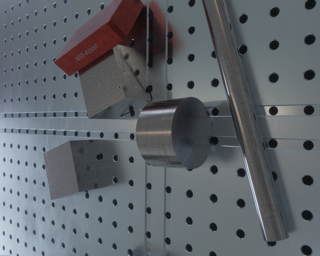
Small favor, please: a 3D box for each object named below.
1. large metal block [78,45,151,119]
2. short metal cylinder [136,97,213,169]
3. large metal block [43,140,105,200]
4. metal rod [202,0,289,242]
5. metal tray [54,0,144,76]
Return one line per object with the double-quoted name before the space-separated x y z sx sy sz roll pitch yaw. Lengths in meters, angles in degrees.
"large metal block" -0.068 -0.064 0.449 0.080 0.050 0.080 -24 75 37
"short metal cylinder" 0.018 0.006 0.359 0.050 0.081 0.080 -3 88 40
"large metal block" -0.143 0.069 0.511 0.080 0.050 0.080 -22 76 38
"metal rod" 0.086 -0.033 0.338 0.025 0.025 0.299 -20 77 38
"metal tray" -0.089 -0.136 0.447 0.130 0.030 0.090 -20 38 38
